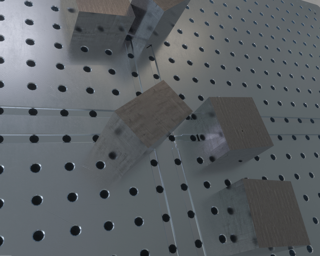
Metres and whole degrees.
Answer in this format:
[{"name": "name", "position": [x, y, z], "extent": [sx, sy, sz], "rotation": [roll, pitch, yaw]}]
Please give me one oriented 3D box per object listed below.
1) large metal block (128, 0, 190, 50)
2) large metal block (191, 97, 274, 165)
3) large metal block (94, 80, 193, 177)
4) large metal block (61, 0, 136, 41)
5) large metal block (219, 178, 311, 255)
[{"name": "large metal block", "position": [-0.006, -0.179, 0.478], "extent": [0.050, 0.080, 0.080], "rotation": [44, 51, 2]}, {"name": "large metal block", "position": [0.102, 0.003, 0.445], "extent": [0.081, 0.050, 0.080], "rotation": [-3, 63, -29]}, {"name": "large metal block", "position": [-0.020, 0.001, 0.361], "extent": [0.050, 0.080, 0.080], "rotation": [48, 51, 5]}, {"name": "large metal block", "position": [-0.092, -0.176, 0.450], "extent": [0.081, 0.050, 0.080], "rotation": [-6, 65, -31]}, {"name": "large metal block", "position": [0.130, 0.112, 0.393], "extent": [0.081, 0.050, 0.080], "rotation": [7, 59, -24]}]
